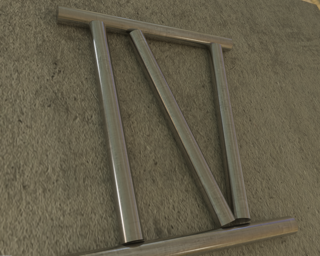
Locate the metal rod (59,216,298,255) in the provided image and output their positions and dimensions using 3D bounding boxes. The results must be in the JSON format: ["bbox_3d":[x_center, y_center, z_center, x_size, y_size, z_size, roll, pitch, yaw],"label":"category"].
[{"bbox_3d":[0.044,0.130,0.350,0.303,0.025,0.025,1,62,-28],"label":"metal rod"}]

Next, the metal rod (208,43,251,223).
[{"bbox_3d":[0.099,-0.012,0.467,0.025,0.025,0.299,13,56,-22],"label":"metal rod"}]

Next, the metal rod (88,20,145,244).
[{"bbox_3d":[-0.059,-0.014,0.382,0.025,0.025,0.299,1,61,-28],"label":"metal rod"}]

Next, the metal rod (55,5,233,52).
[{"bbox_3d":[-0.008,-0.154,0.496,0.303,0.025,0.025,1,62,-28],"label":"metal rod"}]

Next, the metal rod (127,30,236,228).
[{"bbox_3d":[0.022,-0.012,0.425,0.025,0.025,0.299,-12,68,-34],"label":"metal rod"}]
